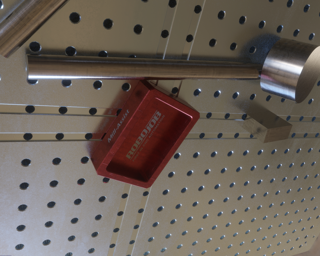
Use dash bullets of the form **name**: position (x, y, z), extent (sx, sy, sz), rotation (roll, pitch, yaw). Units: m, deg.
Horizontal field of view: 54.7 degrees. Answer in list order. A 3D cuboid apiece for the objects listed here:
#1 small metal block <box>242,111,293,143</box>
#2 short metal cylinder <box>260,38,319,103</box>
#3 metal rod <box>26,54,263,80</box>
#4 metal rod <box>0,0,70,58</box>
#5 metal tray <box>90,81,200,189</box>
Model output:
- **small metal block**: position (0.169, -0.003, 0.488), extent (0.050, 0.050, 0.025), rotation (-7, 122, -25)
- **short metal cylinder**: position (0.185, -0.080, 0.433), extent (0.081, 0.050, 0.079), rotation (-29, 133, -37)
- **metal rod**: position (0.005, -0.070, 0.371), extent (0.303, 0.025, 0.025), rotation (-4, 121, -27)
- **metal rod**: position (-0.039, -0.175, 0.281), extent (0.300, 0.025, 0.025), rotation (-43, 130, 1)
- **metal tray**: position (-0.019, 0.013, 0.406), extent (0.090, 0.030, 0.129), rotation (25, 105, -37)
